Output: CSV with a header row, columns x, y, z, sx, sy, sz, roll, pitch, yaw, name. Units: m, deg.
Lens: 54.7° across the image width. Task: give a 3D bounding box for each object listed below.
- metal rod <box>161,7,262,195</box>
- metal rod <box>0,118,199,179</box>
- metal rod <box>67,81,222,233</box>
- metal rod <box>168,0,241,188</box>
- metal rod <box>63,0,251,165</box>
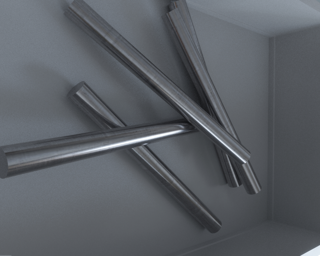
x,y,z,sx,sy,sz,roll,pitch,yaw,name
0.081,-0.026,0.448,0.025,0.025,0.299,-41,111,-33,metal rod
-0.026,0.009,0.351,0.302,0.025,0.025,-10,97,-50,metal rod
-0.003,0.055,0.406,0.300,0.025,0.025,48,61,-30,metal rod
0.074,-0.041,0.471,0.025,0.025,0.298,-34,111,-35,metal rod
0.013,-0.044,0.388,0.301,0.025,0.025,39,66,-23,metal rod
